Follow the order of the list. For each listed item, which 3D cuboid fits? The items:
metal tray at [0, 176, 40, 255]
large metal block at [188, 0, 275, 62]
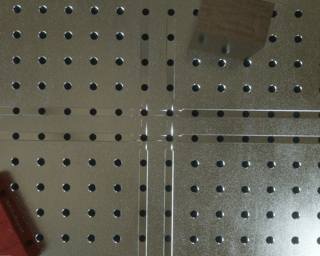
[{"bbox_3d":[-0.232,0.137,0.409,0.090,0.030,0.130,-27,90,0],"label":"metal tray"},{"bbox_3d":[0.084,-0.125,0.386,0.080,0.080,0.050,14,90,0],"label":"large metal block"}]
